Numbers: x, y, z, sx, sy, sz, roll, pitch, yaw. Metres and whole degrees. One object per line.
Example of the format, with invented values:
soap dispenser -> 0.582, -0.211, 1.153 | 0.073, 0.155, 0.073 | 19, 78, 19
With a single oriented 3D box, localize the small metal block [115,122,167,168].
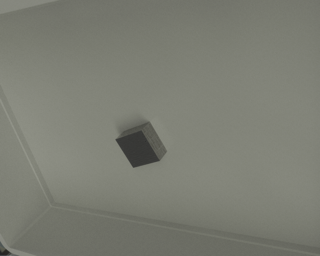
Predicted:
small metal block -> -0.026, 0.025, 0.438 | 0.050, 0.025, 0.050 | -19, 109, 35
